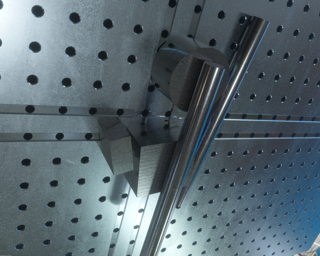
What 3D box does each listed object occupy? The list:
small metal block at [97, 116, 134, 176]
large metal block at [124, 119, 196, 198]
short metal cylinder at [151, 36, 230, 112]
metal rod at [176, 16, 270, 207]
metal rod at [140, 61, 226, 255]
[{"bbox_3d":[-0.055,0.021,0.380,0.025,0.050,0.050,-15,125,-20],"label":"small metal block"},{"bbox_3d":[-0.001,0.040,0.421,0.081,0.050,0.079,-8,122,-25],"label":"large metal block"},{"bbox_3d":[0.036,-0.065,0.376,0.081,0.050,0.079,-14,124,-21],"label":"short metal cylinder"},{"bbox_3d":[0.077,-0.010,0.449,0.025,0.025,0.298,8,114,-33],"label":"metal rod"},{"bbox_3d":[0.021,0.062,0.397,0.025,0.025,0.298,2,118,-30],"label":"metal rod"}]
